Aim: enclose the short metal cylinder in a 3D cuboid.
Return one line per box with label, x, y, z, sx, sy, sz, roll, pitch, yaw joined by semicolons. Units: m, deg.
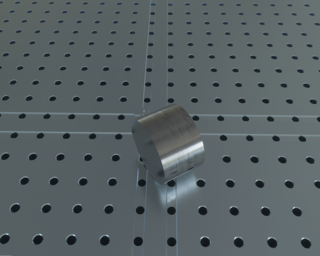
short metal cylinder;0.008;0.018;0.357;0.050;0.080;0.080;-24;54;-18
